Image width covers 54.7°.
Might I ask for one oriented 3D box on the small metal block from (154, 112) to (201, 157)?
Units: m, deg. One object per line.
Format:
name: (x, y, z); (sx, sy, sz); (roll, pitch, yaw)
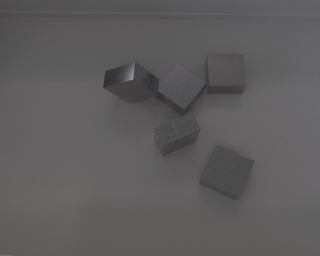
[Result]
small metal block: (0.021, 0.009, 0.393); (0.050, 0.050, 0.025); (-24, 72, -9)

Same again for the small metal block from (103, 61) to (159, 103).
small metal block: (-0.037, -0.059, 0.407); (0.050, 0.050, 0.025); (-9, 66, 34)

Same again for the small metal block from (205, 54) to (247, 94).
small metal block: (0.092, -0.076, 0.438); (0.050, 0.025, 0.050); (0, 70, 0)

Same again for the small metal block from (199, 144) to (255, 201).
small metal block: (0.084, 0.056, 0.390); (0.050, 0.025, 0.050); (25, 72, 8)

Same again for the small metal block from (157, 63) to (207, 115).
small metal block: (0.028, -0.053, 0.429); (0.050, 0.025, 0.050); (37, 74, 12)
